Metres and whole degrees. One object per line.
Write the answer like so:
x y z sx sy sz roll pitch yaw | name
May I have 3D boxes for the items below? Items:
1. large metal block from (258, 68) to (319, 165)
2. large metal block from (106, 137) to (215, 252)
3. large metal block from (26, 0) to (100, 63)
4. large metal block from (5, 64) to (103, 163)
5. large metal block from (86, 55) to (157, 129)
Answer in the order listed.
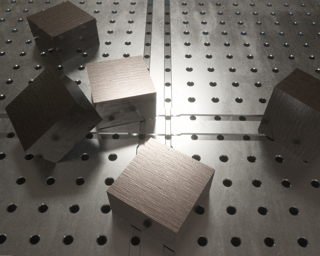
0.180 -0.014 0.386 0.050 0.080 0.080 -36 59 -26 | large metal block
0.002 0.069 0.334 0.080 0.050 0.080 26 54 19 | large metal block
-0.163 -0.166 0.529 0.080 0.050 0.080 -37 59 -27 | large metal block
-0.132 -0.017 0.383 0.080 0.050 0.080 -43 58 4 | large metal block
-0.054 -0.052 0.434 0.081 0.050 0.080 -11 51 -11 | large metal block
